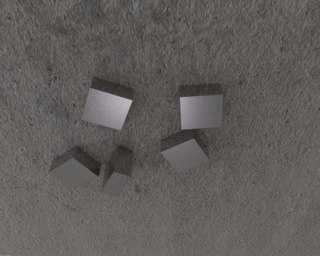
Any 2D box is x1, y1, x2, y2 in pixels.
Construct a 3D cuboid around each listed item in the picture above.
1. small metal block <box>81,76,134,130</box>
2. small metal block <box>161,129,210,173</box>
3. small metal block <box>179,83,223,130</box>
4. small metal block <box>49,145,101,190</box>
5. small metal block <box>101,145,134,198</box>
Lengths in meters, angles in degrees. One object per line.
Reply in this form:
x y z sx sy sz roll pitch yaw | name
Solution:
-0.065 -0.029 0.382 0.050 0.025 0.050 16 128 -14 | small metal block
0.035 0.031 0.434 0.050 0.025 0.050 -25 126 19 | small metal block
0.050 -0.027 0.385 0.050 0.025 0.050 -4 130 3 | small metal block
-0.124 0.059 0.456 0.050 0.025 0.050 -30 124 22 | small metal block
-0.061 0.062 0.443 0.025 0.050 0.050 21 127 -17 | small metal block
